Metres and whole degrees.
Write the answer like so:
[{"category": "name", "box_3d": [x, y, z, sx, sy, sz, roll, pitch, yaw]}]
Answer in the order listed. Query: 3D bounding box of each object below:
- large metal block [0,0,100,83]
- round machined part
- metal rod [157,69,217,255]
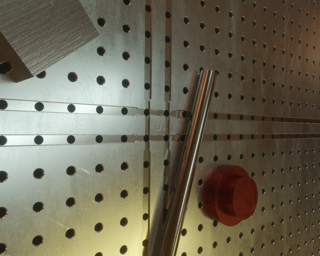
[{"category": "large metal block", "box_3d": [-0.120, -0.100, 0.292, 0.080, 0.050, 0.080, -45, 117, -31]}, {"category": "round machined part", "box_3d": [0.121, 0.110, 0.500, 0.099, 0.042, 0.097, 0, 90, -40]}, {"category": "metal rod", "box_3d": [0.038, 0.058, 0.440, 0.025, 0.025, 0.299, 24, 75, -38]}]
